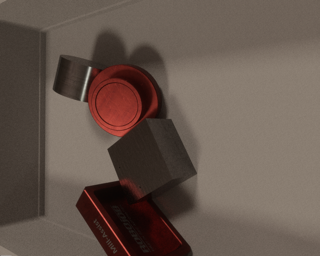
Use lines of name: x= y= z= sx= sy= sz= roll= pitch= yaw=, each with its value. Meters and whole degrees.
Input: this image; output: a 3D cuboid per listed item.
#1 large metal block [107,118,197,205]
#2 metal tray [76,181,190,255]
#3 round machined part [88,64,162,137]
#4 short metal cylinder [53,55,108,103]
large metal block: x=-0.012 y=0.043 z=0.399 sx=0.080 sy=0.050 sz=0.080 roll=-37 pitch=68 yaw=33
metal tray: x=-0.034 y=0.124 z=0.390 sx=0.130 sy=0.091 sz=0.030 roll=45 pitch=117 yaw=30
round machined part: x=-0.050 y=-0.034 z=0.408 sx=0.098 sy=0.042 sz=0.097 roll=3 pitch=105 yaw=12
short metal cylinder: x=-0.113 y=-0.073 z=0.462 sx=0.080 sy=0.081 sz=0.050 roll=28 pitch=108 yaw=36
